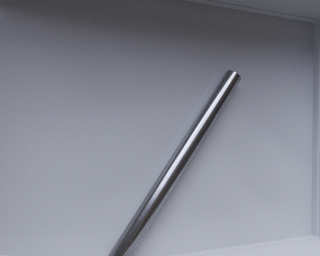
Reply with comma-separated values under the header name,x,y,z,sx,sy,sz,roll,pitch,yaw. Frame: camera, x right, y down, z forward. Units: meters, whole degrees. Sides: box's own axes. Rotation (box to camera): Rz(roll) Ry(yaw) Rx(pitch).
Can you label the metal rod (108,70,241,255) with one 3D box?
name,x,y,z,sx,sy,sz,roll,pitch,yaw
metal rod,0.026,0.046,0.421,0.025,0.025,0.300,37,78,-17
